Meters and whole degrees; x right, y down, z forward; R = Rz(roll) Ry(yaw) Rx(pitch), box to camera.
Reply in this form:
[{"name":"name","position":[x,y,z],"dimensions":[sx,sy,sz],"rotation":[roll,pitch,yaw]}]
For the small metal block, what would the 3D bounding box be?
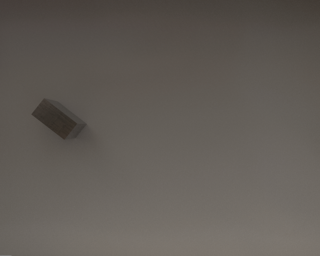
[{"name":"small metal block","position":[-0.127,-0.011,0.397],"dimensions":[0.050,0.050,0.025],"rotation":[38,90,-1]}]
